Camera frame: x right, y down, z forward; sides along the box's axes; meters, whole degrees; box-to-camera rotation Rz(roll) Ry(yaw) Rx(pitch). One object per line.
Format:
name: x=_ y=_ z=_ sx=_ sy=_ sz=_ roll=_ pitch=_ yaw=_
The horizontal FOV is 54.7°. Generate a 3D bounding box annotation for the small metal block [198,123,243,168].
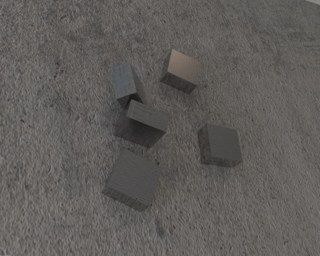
small metal block: x=0.083 y=0.025 z=0.433 sx=0.050 sy=0.025 sz=0.050 roll=11 pitch=57 yaw=-23

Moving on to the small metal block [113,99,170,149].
small metal block: x=-0.023 y=-0.003 z=0.377 sx=0.050 sy=0.050 sz=0.025 roll=22 pitch=56 yaw=-15

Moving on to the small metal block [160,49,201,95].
small metal block: x=0.032 y=-0.086 z=0.473 sx=0.050 sy=0.025 sz=0.050 roll=22 pitch=53 yaw=-15

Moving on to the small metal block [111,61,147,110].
small metal block: x=-0.037 y=-0.046 z=0.389 sx=0.025 sy=0.050 sz=0.050 roll=-19 pitch=58 yaw=7

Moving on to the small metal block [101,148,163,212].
small metal block: x=-0.031 y=0.059 z=0.351 sx=0.050 sy=0.025 sz=0.050 roll=29 pitch=52 yaw=-10
